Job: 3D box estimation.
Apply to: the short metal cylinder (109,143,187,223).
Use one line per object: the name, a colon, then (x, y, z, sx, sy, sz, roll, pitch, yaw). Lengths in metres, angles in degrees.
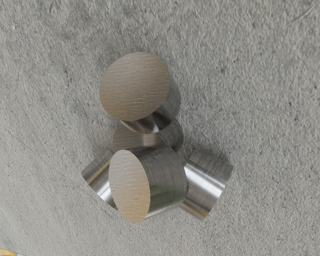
short metal cylinder: (-0.016, 0.060, 0.351, 0.080, 0.050, 0.079, 11, 105, 49)

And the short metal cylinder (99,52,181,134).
short metal cylinder: (-0.021, -0.038, 0.352, 0.080, 0.080, 0.050, 13, 167, 21)

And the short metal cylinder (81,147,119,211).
short metal cylinder: (-0.066, 0.072, 0.445, 0.080, 0.050, 0.080, 44, 174, 7)

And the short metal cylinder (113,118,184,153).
short metal cylinder: (-0.015, 0.018, 0.410, 0.080, 0.050, 0.079, 13, 123, 21)

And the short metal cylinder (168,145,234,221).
short metal cylinder: (0.049, 0.068, 0.389, 0.050, 0.080, 0.079, 30, 128, 8)
